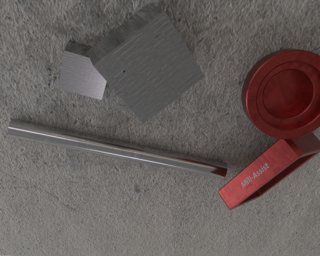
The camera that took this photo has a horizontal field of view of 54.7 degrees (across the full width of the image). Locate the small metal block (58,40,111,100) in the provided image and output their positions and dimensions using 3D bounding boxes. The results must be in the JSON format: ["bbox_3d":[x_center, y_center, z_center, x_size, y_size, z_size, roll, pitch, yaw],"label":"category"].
[{"bbox_3d":[-0.084,-0.065,0.351,0.050,0.025,0.050,15,129,-12],"label":"small metal block"}]

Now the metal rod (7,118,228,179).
[{"bbox_3d":[-0.050,0.031,0.433,0.302,0.025,0.025,12,129,-11],"label":"metal rod"}]

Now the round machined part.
[{"bbox_3d":[0.141,-0.040,0.350,0.099,0.042,0.097,0,109,-1],"label":"round machined part"}]

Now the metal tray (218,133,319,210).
[{"bbox_3d":[0.151,0.058,0.424,0.091,0.030,0.129,-4,142,-46],"label":"metal tray"}]

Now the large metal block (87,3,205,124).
[{"bbox_3d":[-0.014,-0.066,0.318,0.080,0.050,0.080,-38,124,2],"label":"large metal block"}]
